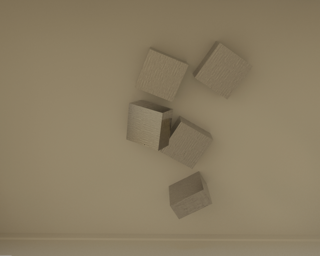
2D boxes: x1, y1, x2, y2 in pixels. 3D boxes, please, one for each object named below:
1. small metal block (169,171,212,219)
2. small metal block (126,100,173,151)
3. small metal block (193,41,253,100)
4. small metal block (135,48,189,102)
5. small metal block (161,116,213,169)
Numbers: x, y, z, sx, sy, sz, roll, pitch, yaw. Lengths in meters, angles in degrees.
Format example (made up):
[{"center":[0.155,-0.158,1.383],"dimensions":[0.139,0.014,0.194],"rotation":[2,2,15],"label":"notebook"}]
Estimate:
[{"center":[0.041,0.093,0.433],"dimensions":[0.050,0.050,0.025],"rotation":[-28,108,9],"label":"small metal block"},{"center":[-0.014,-0.004,0.397],"dimensions":[0.050,0.025,0.050],"rotation":[18,113,28],"label":"small metal block"},{"center":[0.077,-0.072,0.386],"dimensions":[0.050,0.025,0.050],"rotation":[32,107,-12],"label":"small metal block"},{"center":[0.002,-0.067,0.387],"dimensions":[0.050,0.025,0.050],"rotation":[21,109,-8],"label":"small metal block"},{"center":[0.035,0.020,0.419],"dimensions":[0.050,0.025,0.050],"rotation":[30,107,-11],"label":"small metal block"}]
